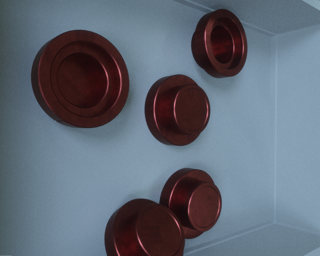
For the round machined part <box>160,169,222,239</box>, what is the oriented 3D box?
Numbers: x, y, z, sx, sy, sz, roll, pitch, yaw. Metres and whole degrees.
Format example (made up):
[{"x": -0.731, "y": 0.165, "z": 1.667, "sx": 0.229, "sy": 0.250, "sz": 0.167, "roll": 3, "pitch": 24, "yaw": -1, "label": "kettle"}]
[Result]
[{"x": 0.050, "y": 0.107, "z": 0.437, "sx": 0.099, "sy": 0.042, "sz": 0.097, "roll": 0, "pitch": 90, "yaw": -40, "label": "round machined part"}]

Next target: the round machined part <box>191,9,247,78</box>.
[{"x": 0.085, "y": -0.124, "z": 0.466, "sx": 0.099, "sy": 0.042, "sz": 0.097, "roll": 0, "pitch": 90, "yaw": -40, "label": "round machined part"}]

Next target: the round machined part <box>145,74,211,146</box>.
[{"x": 0.031, "y": -0.024, "z": 0.421, "sx": 0.099, "sy": 0.042, "sz": 0.097, "roll": 0, "pitch": 90, "yaw": -40, "label": "round machined part"}]

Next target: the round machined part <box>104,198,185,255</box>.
[{"x": -0.010, "y": 0.127, "z": 0.357, "sx": 0.098, "sy": 0.042, "sz": 0.098, "roll": 27, "pitch": 41, "yaw": -25, "label": "round machined part"}]

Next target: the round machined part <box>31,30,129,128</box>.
[{"x": -0.085, "y": -0.048, "z": 0.324, "sx": 0.099, "sy": 0.042, "sz": 0.097, "roll": 0, "pitch": 90, "yaw": -40, "label": "round machined part"}]
